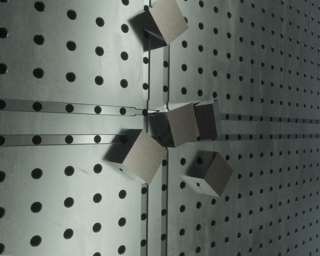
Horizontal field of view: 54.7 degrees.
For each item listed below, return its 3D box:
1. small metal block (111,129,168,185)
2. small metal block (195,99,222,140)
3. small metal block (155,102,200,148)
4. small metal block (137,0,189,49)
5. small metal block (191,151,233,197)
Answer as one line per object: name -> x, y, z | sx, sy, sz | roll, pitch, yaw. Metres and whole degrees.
small metal block -> -0.025, 0.036, 0.390 | 0.050, 0.025, 0.050 | 44, 63, -32
small metal block -> 0.073, -0.013, 0.459 | 0.050, 0.025, 0.050 | -33, 114, -68
small metal block -> 0.025, -0.005, 0.432 | 0.050, 0.025, 0.050 | -22, 104, -38
small metal block -> 0.005, -0.142, 0.415 | 0.050, 0.025, 0.050 | -46, 118, -30
small metal block -> 0.082, 0.071, 0.481 | 0.050, 0.025, 0.050 | 48, 61, -30
